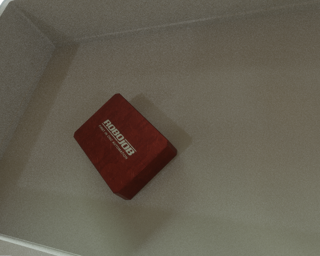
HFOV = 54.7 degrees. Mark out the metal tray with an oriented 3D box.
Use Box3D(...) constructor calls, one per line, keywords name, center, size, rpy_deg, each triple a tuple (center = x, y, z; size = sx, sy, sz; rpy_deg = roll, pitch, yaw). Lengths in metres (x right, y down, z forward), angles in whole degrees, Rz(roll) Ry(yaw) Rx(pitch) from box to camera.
Box3D(name="metal tray", center=(-0.051, 0.020, 0.415), size=(0.090, 0.030, 0.130), rpy_deg=(-44, 51, -3))
